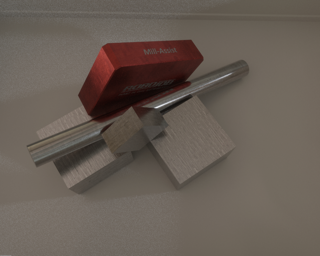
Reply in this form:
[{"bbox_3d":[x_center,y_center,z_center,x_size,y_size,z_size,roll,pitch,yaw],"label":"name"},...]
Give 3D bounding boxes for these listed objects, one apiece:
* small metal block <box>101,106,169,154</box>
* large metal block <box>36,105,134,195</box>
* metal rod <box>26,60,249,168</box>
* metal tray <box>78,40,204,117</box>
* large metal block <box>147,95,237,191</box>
[{"bbox_3d":[-0.027,0.002,0.342,0.050,0.050,0.025,-40,71,25],"label":"small metal block"},{"bbox_3d":[-0.090,0.023,0.383,0.080,0.050,0.080,-32,73,-11],"label":"large metal block"},{"bbox_3d":[-0.006,-0.028,0.379,0.302,0.025,0.025,-25,72,-25],"label":"metal rod"},{"bbox_3d":[-0.021,-0.060,0.367,0.131,0.090,0.030,-16,69,-40],"label":"metal tray"},{"bbox_3d":[0.034,0.019,0.388,0.080,0.050,0.080,-32,73,-11],"label":"large metal block"}]
